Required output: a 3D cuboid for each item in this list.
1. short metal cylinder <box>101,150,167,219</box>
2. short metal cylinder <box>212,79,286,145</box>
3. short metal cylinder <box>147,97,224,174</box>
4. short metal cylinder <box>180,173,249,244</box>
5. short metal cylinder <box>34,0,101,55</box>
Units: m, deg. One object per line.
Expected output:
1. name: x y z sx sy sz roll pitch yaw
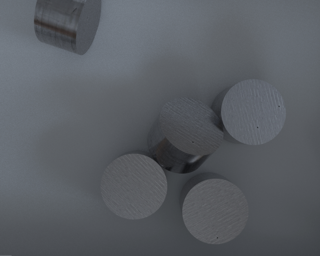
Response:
1. short metal cylinder: -0.031 0.071 0.399 0.081 0.050 0.079 0 90 0
2. short metal cylinder: 0.111 -0.019 0.397 0.081 0.050 0.079 0 89 -5
3. short metal cylinder: 0.030 0.009 0.380 0.081 0.050 0.080 10 55 -15
4. short metal cylinder: 0.067 0.101 0.400 0.081 0.050 0.079 0 90 -1
5. short metal cylinder: -0.111 -0.137 0.382 0.050 0.080 0.080 19 90 -1
